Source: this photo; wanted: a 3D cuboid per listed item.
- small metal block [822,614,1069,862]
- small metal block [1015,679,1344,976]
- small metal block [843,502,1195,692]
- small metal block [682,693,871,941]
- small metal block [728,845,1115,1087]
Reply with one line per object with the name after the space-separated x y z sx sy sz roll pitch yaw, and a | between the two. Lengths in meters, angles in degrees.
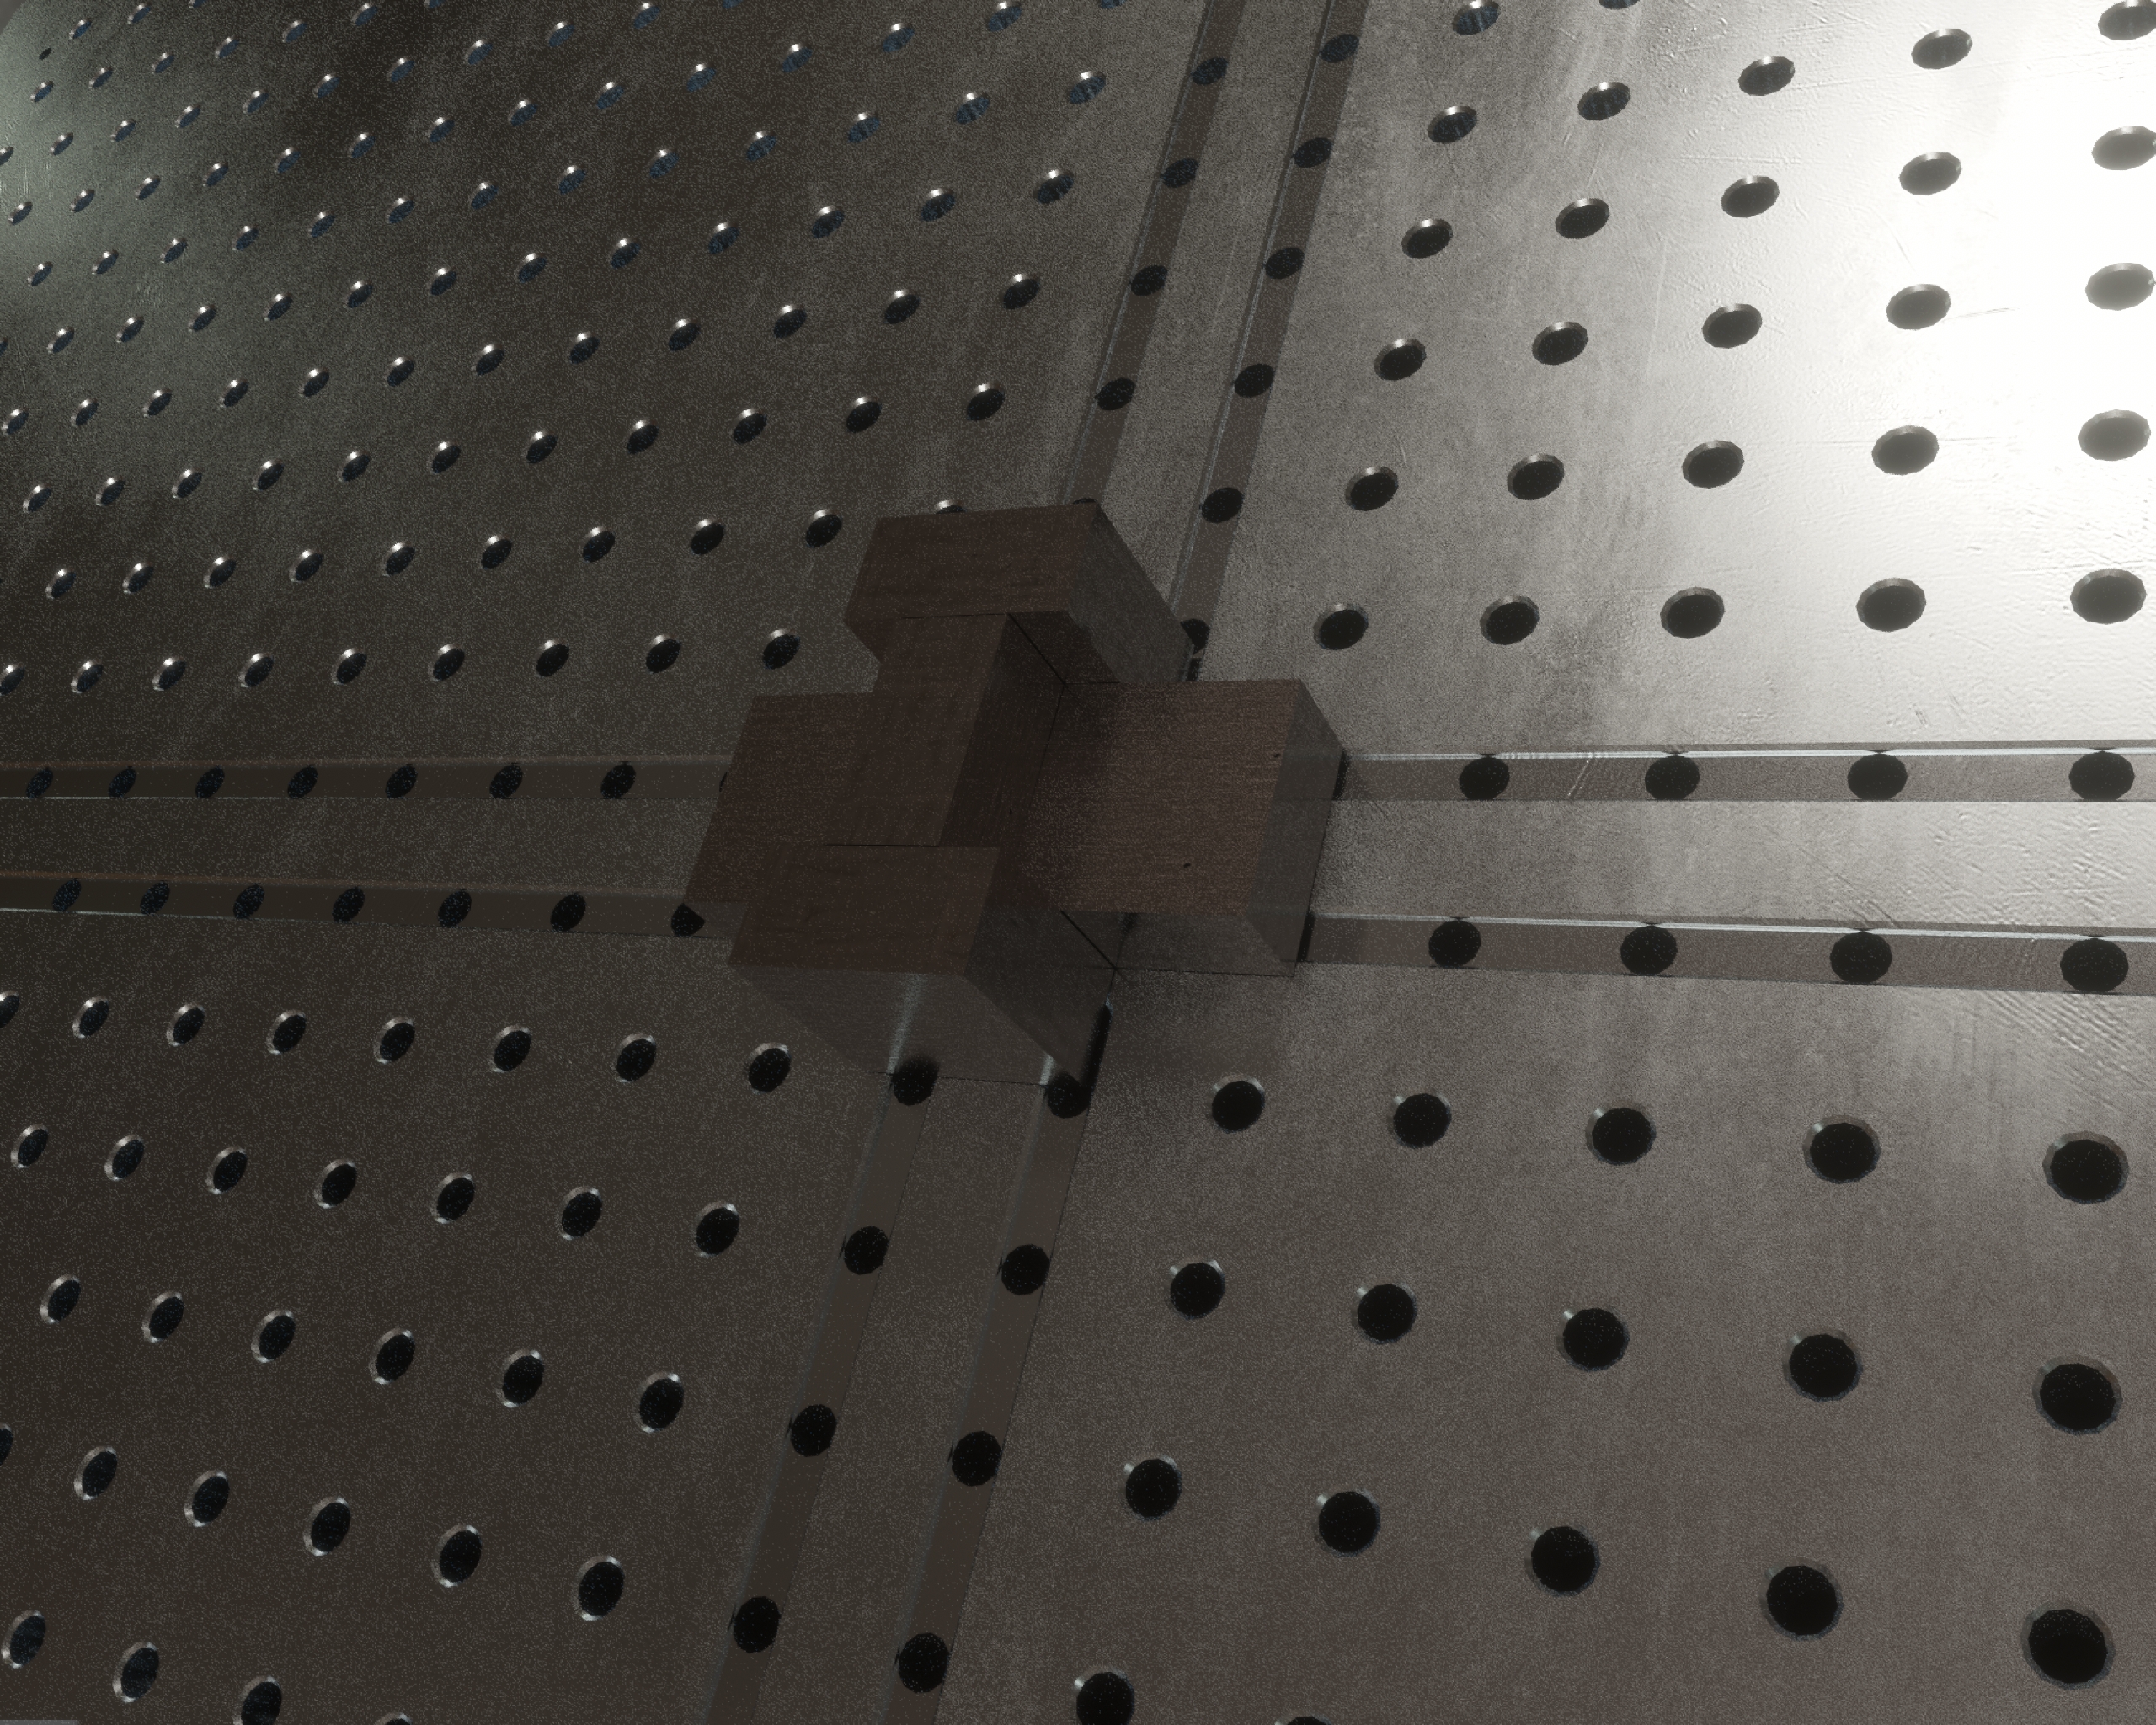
-0.020 -0.013 0.409 0.025 0.050 0.050 1 62 28 | small metal block
0.019 -0.007 0.401 0.050 0.025 0.050 1 62 28 | small metal block
-0.011 -0.047 0.425 0.050 0.050 0.025 1 62 28 | small metal block
-0.048 -0.008 0.436 0.050 0.025 0.050 1 62 28 | small metal block
-0.028 0.020 0.393 0.050 0.050 0.025 1 62 28 | small metal block
